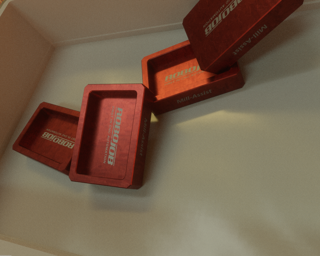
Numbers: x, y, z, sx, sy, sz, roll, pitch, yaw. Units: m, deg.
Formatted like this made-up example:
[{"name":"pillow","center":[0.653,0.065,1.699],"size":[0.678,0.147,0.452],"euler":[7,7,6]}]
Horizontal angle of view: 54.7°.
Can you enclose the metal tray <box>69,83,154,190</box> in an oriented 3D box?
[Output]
[{"name":"metal tray","center":[-0.062,0.009,0.400],"size":[0.090,0.030,0.129],"euler":[3,78,22]}]

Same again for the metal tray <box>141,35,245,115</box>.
[{"name":"metal tray","center":[0.041,-0.078,0.428],"size":[0.130,0.030,0.090],"euler":[-17,55,17]}]

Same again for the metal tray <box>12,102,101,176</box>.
[{"name":"metal tray","center":[-0.156,0.014,0.472],"size":[0.130,0.030,0.090],"euler":[15,69,33]}]

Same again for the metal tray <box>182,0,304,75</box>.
[{"name":"metal tray","center":[0.089,-0.136,0.365],"size":[0.129,0.030,0.090],"euler":[-41,55,40]}]
